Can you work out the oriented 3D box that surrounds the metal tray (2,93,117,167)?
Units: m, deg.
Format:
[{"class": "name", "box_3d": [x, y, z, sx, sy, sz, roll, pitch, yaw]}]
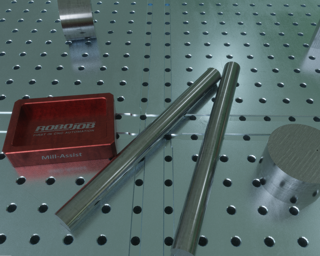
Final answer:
[{"class": "metal tray", "box_3d": [-0.124, 0.000, 0.402, 0.131, 0.030, 0.090, -5, 50, -5]}]

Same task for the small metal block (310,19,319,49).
[{"class": "small metal block", "box_3d": [0.294, -0.161, 0.531, 0.050, 0.050, 0.025, 14, 52, 11]}]

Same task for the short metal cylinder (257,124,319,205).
[{"class": "short metal cylinder", "box_3d": [0.159, 0.041, 0.359, 0.081, 0.050, 0.080, 0, 50, 0]}]

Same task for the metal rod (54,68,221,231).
[{"class": "metal rod", "box_3d": [-0.009, 0.008, 0.400, 0.025, 0.025, 0.301, 31, 56, 23]}]

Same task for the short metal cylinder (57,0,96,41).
[{"class": "short metal cylinder", "box_3d": [-0.141, -0.193, 0.532, 0.050, 0.080, 0.080, -9, 51, -7]}]

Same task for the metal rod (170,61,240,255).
[{"class": "metal rod", "box_3d": [0.068, 0.015, 0.396, 0.025, 0.025, 0.300, 14, 51, 11]}]
